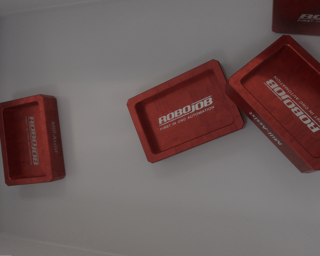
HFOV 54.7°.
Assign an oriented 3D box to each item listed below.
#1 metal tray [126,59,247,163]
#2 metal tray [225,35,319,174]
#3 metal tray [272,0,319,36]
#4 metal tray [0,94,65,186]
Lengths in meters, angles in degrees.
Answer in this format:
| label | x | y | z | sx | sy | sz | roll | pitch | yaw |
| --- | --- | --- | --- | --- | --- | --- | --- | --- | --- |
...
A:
| label | x | y | z | sx | sy | sz | roll | pitch | yaw |
| --- | --- | --- | --- | --- | --- | --- | --- | --- | --- |
| metal tray | 0.032 | -0.019 | 0.396 | 0.130 | 0.030 | 0.090 | -23 | 82 | 18 |
| metal tray | 0.148 | -0.027 | 0.338 | 0.090 | 0.030 | 0.130 | -39 | 77 | -8 |
| metal tray | 0.183 | -0.122 | 0.309 | 0.130 | 0.090 | 0.030 | 11 | 87 | 19 |
| metal tray | -0.199 | 0.020 | 0.478 | 0.090 | 0.030 | 0.129 | -9 | 87 | 19 |
